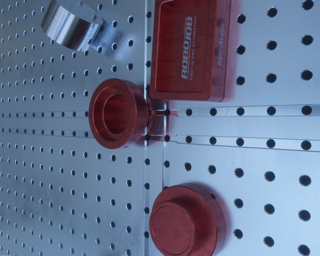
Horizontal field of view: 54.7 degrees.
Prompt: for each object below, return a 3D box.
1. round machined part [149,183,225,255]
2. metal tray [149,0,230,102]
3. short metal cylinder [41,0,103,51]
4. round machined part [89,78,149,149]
[{"bbox_3d":[0.025,0.119,0.376,0.098,0.042,0.097,0,90,39],"label":"round machined part"},{"bbox_3d":[0.034,-0.098,0.376,0.090,0.030,0.129,6,94,39],"label":"metal tray"},{"bbox_3d":[-0.137,-0.165,0.483,0.080,0.081,0.050,52,120,27],"label":"short metal cylinder"},{"bbox_3d":[-0.054,-0.020,0.441,0.098,0.042,0.097,0,90,39],"label":"round machined part"}]
